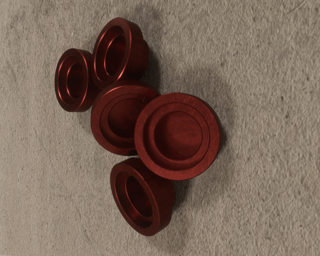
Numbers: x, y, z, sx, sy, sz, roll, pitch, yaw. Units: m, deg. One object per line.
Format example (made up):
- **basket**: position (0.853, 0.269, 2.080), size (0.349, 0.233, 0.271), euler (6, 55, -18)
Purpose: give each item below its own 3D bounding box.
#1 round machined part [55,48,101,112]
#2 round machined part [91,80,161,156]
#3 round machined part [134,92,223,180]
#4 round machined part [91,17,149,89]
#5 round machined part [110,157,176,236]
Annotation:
- **round machined part**: position (-0.123, -0.073, 0.490), size (0.098, 0.042, 0.097), euler (1, 92, 44)
- **round machined part**: position (-0.039, -0.016, 0.400), size (0.097, 0.099, 0.042), euler (-64, 21, 20)
- **round machined part**: position (0.023, 0.008, 0.359), size (0.098, 0.042, 0.097), euler (1, 93, 18)
- **round machined part**: position (-0.052, -0.097, 0.426), size (0.098, 0.042, 0.098), euler (-13, 73, 47)
- **round machined part**: position (-0.018, 0.082, 0.394), size (0.098, 0.042, 0.097), euler (26, 126, 42)
